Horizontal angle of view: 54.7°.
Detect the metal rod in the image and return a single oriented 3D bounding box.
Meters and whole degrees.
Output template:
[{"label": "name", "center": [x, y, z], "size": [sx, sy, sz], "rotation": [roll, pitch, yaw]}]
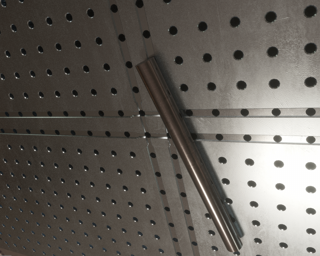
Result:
[{"label": "metal rod", "center": [0.046, 0.048, 0.415], "size": [0.025, 0.025, 0.299], "rotation": [-15, 111, 34]}]
